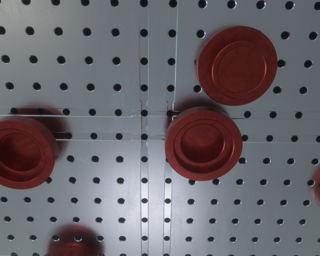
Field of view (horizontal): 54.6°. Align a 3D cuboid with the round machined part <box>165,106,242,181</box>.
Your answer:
[{"bbox_3d":[0.055,0.017,0.411,0.099,0.042,0.097,0,110,0],"label":"round machined part"}]

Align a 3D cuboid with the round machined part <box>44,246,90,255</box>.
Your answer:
[{"bbox_3d":[-0.143,0.227,0.487,0.099,0.042,0.097,0,110,0],"label":"round machined part"}]

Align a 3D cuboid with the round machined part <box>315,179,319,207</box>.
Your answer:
[{"bbox_3d":[0.281,0.098,0.442,0.099,0.042,0.097,0,110,0],"label":"round machined part"}]

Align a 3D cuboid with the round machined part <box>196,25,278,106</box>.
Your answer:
[{"bbox_3d":[0.094,-0.073,0.378,0.099,0.042,0.097,0,110,0],"label":"round machined part"}]

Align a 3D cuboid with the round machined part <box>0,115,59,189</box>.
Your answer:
[{"bbox_3d":[-0.184,0.029,0.414,0.099,0.042,0.097,0,110,0],"label":"round machined part"}]
